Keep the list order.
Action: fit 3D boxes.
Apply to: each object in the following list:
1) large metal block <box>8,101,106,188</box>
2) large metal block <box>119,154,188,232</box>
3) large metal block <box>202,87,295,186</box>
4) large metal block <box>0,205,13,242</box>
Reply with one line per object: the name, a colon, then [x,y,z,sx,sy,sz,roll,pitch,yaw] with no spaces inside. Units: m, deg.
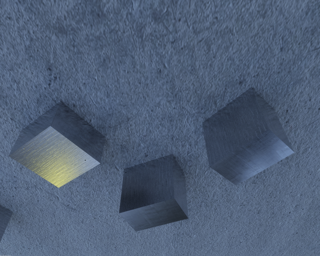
large metal block: [-0.133,0.024,0.410,0.080,0.050,0.080,-31,124,23]
large metal block: [-0.008,0.094,0.451,0.080,0.080,0.050,-19,128,15]
large metal block: [0.103,0.010,0.381,0.050,0.080,0.080,36,121,-27]
large metal block: [-0.304,0.161,0.505,0.050,0.080,0.080,-29,125,22]
